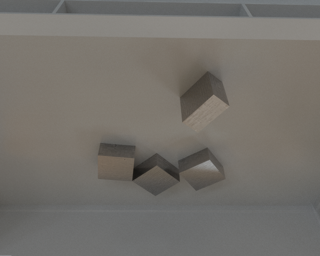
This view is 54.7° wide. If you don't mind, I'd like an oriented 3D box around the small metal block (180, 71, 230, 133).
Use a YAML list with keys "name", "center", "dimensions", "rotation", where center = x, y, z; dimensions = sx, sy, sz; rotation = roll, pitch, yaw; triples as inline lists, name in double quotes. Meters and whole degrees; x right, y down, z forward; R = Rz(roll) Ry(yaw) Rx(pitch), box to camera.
- name: "small metal block"
  center: [0.051, -0.031, 0.367]
  dimensions: [0.025, 0.050, 0.050]
  rotation: [32, 123, -24]

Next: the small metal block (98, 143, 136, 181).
- name: "small metal block"
  center: [-0.063, 0.050, 0.451]
  dimensions: [0.050, 0.025, 0.050]
  rotation: [5, 130, -5]

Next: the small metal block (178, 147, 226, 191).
- name: "small metal block"
  center: [0.063, 0.063, 0.464]
  dimensions: [0.050, 0.025, 0.050]
  rotation: [-27, 125, 21]

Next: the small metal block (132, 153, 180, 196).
- name: "small metal block"
  center: [-0.006, 0.072, 0.470]
  dimensions: [0.050, 0.025, 0.050]
  rotation: [-36, 122, 26]
